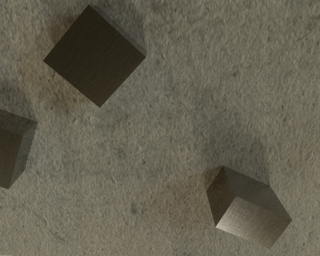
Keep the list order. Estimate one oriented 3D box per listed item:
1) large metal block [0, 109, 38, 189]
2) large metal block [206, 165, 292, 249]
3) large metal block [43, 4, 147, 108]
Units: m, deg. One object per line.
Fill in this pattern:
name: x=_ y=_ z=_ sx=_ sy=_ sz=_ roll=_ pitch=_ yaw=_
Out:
large metal block: x=-0.217 y=0.022 z=0.401 sx=0.080 sy=0.050 sz=0.079 roll=20 pitch=109 yaw=-8
large metal block: x=0.116 y=0.105 z=0.421 sx=0.080 sy=0.080 sz=0.050 roll=24 pitch=108 yaw=-9
large metal block: x=-0.072 y=-0.085 z=0.364 sx=0.080 sy=0.050 sz=0.080 roll=41 pitch=105 yaw=-14
